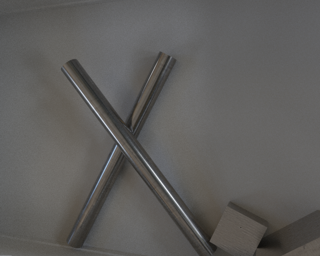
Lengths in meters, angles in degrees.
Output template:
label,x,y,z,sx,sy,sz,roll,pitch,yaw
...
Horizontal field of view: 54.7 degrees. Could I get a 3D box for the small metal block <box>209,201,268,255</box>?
label,x,y,z,sx,sy,sz,roll,pitch,yaw
small metal block,0.096,0.126,0.377,0.050,0.025,0.050,26,98,17

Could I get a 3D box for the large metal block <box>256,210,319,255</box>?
label,x,y,z,sx,sy,sz,roll,pitch,yaw
large metal block,0.151,0.138,0.328,0.080,0.080,0.050,-35,79,16

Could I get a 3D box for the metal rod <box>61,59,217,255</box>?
label,x,y,z,sx,sy,sz,roll,pitch,yaw
metal rod,-0.028,0.037,0.397,0.025,0.025,0.299,-38,87,16

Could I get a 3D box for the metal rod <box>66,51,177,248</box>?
label,x,y,z,sx,sy,sz,roll,pitch,yaw
metal rod,-0.057,0.036,0.429,0.025,0.025,0.298,30,99,17
